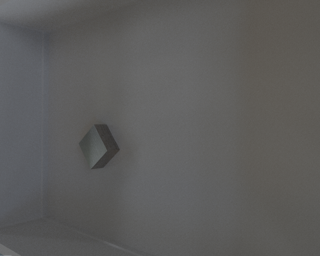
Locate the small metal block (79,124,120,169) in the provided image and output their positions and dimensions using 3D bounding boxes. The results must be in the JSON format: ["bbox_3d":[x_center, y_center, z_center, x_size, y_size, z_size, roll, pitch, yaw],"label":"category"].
[{"bbox_3d":[-0.096,0.029,0.488,0.050,0.025,0.050,-46,63,30],"label":"small metal block"}]
